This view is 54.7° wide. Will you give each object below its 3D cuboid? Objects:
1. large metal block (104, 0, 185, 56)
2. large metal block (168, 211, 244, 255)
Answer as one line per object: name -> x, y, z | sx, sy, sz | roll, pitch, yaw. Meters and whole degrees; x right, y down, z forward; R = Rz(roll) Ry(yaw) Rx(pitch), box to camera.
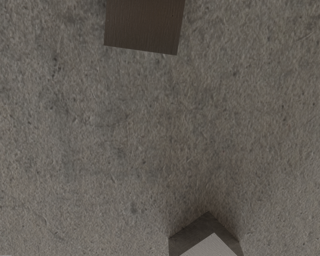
large metal block -> -0.016, -0.130, 0.348 | 0.081, 0.050, 0.079 | 7, 110, -3
large metal block -> 0.070, 0.187, 0.467 | 0.080, 0.050, 0.080 | -39, 106, 13
